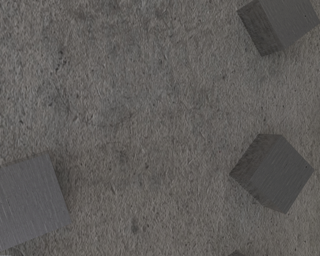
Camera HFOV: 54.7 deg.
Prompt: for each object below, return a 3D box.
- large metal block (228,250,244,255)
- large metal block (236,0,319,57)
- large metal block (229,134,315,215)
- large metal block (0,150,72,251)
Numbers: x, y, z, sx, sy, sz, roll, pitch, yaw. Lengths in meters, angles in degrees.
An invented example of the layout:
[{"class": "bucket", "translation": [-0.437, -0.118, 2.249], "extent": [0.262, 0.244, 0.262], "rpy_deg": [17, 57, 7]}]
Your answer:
[{"class": "large metal block", "translation": [0.123, 0.230, 0.425], "extent": [0.050, 0.080, 0.080], "rpy_deg": [-27, 99, -18]}, {"class": "large metal block", "translation": [0.175, -0.165, 0.460], "extent": [0.080, 0.050, 0.080], "rpy_deg": [-36, 102, -16]}, {"class": "large metal block", "translation": [0.164, 0.065, 0.456], "extent": [0.080, 0.050, 0.080], "rpy_deg": [43, 77, -15]}, {"class": "large metal block", "translation": [-0.151, 0.076, 0.340], "extent": [0.081, 0.050, 0.080], "rpy_deg": [-18, 96, -19]}]
